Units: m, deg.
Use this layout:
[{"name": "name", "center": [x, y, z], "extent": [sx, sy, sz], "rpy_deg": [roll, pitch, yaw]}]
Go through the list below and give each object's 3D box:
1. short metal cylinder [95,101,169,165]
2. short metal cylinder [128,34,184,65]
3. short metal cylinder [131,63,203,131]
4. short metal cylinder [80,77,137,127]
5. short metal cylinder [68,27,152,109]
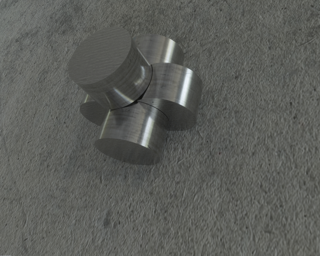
[{"name": "short metal cylinder", "center": [-0.034, 0.008, 0.381], "extent": [0.080, 0.080, 0.050], "rpy_deg": [0, 62, 28]}, {"name": "short metal cylinder", "center": [-0.010, -0.082, 0.424], "extent": [0.080, 0.080, 0.050], "rpy_deg": [-2, 61, 27]}, {"name": "short metal cylinder", "center": [0.010, -0.036, 0.386], "extent": [0.080, 0.080, 0.050], "rpy_deg": [0, 62, 28]}, {"name": "short metal cylinder", "center": [-0.062, -0.036, 0.423], "extent": [0.080, 0.080, 0.050], "rpy_deg": [-1, 62, 27]}, {"name": "short metal cylinder", "center": [-0.056, -0.069, 0.356], "extent": [0.080, 0.050, 0.080], "rpy_deg": [-13, 56, 20]}]
